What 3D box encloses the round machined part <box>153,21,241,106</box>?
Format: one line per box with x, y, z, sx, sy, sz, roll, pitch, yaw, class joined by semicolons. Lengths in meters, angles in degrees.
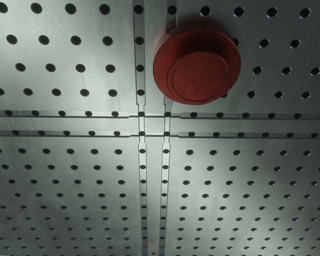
0.041;-0.064;0.347;0.099;0.042;0.097;-1;130;0;round machined part
